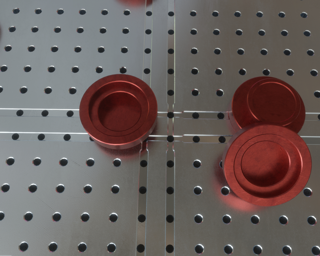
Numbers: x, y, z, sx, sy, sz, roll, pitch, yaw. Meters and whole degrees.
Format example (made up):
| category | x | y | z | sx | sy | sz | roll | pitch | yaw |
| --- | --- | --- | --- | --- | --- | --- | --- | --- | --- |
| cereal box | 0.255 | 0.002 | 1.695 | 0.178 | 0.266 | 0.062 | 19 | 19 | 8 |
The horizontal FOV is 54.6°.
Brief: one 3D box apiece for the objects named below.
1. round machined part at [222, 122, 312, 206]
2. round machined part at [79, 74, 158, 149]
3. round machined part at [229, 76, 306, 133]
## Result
| category | x | y | z | sx | sy | sz | roll | pitch | yaw |
| --- | --- | --- | --- | --- | --- | --- | --- | --- | --- |
| round machined part | 0.125 | 0.040 | 0.374 | 0.098 | 0.042 | 0.097 | 1 | 99 | 4 |
| round machined part | -0.052 | -0.019 | 0.409 | 0.099 | 0.042 | 0.098 | 0 | 70 | 0 |
| round machined part | 0.145 | -0.027 | 0.413 | 0.099 | 0.042 | 0.098 | 0 | 70 | 0 |
